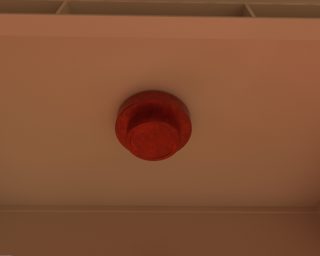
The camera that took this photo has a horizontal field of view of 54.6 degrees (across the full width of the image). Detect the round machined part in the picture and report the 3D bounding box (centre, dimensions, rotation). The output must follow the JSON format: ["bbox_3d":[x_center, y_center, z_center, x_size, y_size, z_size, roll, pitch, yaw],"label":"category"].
[{"bbox_3d":[-0.008,0.005,0.398,0.099,0.042,0.097,0,130,0],"label":"round machined part"}]
